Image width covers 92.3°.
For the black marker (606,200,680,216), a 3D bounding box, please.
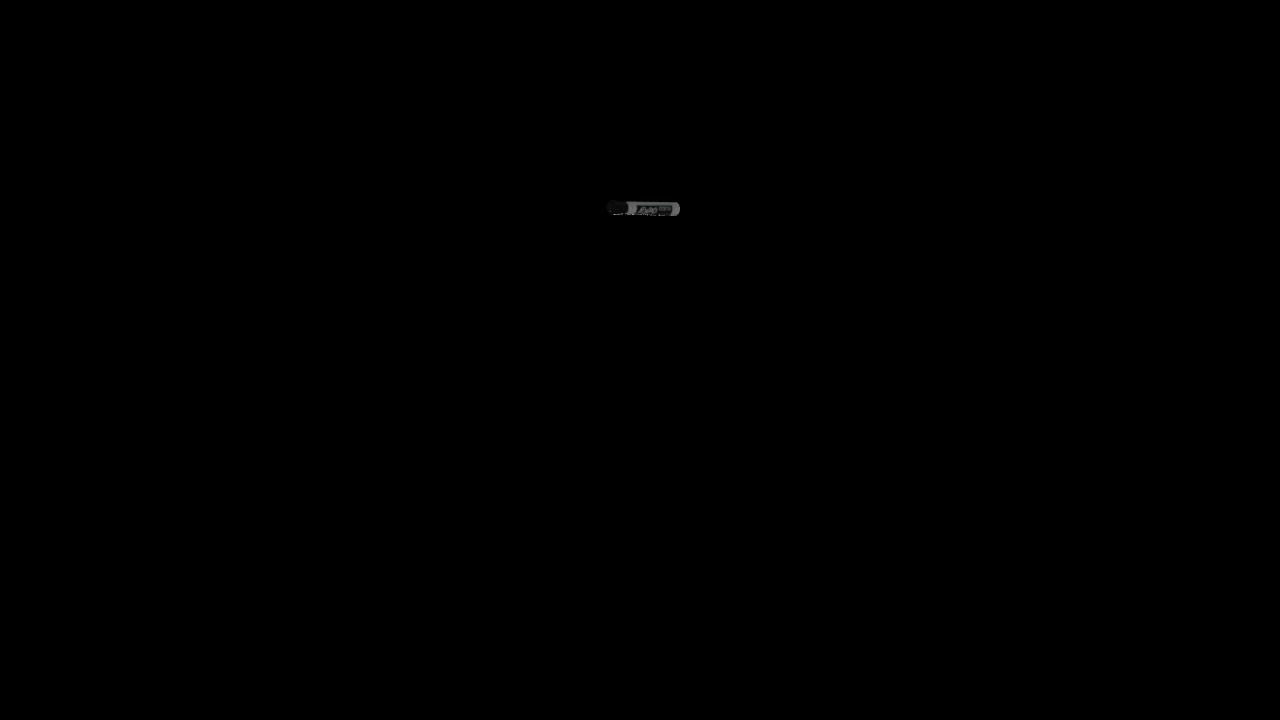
[{"bbox_3d":[0.005,-0.206,0.836,0.121,0.020,0.020,-10,6,-39],"label":"black marker"}]
